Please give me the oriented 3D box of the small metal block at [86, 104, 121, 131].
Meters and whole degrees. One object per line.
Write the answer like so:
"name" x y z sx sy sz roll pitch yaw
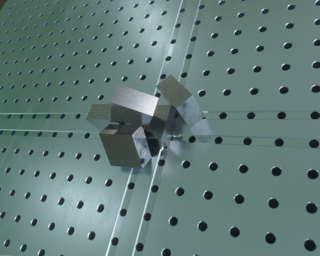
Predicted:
"small metal block" -0.065 -0.010 0.433 0.050 0.050 0.025 1 63 30

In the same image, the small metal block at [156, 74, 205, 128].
"small metal block" 0.027 -0.034 0.400 0.025 0.050 0.050 -40 51 1

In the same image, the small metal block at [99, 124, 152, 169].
"small metal block" -0.044 0.023 0.399 0.050 0.050 0.025 1 31 29

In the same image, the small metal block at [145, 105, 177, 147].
"small metal block" -0.009 -0.003 0.416 0.050 0.025 0.050 2 63 28

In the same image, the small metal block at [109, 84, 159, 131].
"small metal block" -0.033 -0.024 0.380 0.050 0.050 0.025 18 67 -4
